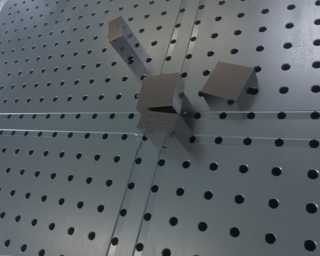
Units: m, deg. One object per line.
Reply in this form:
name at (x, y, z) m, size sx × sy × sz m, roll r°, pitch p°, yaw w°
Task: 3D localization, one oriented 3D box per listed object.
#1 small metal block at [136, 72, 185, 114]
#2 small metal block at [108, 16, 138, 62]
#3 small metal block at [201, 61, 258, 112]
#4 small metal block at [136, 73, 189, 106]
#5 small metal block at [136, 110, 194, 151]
small metal block at (0.002, -0.041, 0.402) m, size 0.050 × 0.025 × 0.050 m, roll -3°, pitch 60°, yaw 26°
small metal block at (-0.061, -0.148, 0.516) m, size 0.025 × 0.050 × 0.050 m, roll -20°, pitch 54°, yaw 17°
small metal block at (0.088, -0.054, 0.395) m, size 0.050 × 0.025 × 0.050 m, roll 21°, pitch 73°, yaw 36°
small metal block at (0.003, -0.042, 0.434) m, size 0.050 × 0.025 × 0.050 m, roll -42°, pitch 51°, yaw -1°
small metal block at (0.007, 0.004, 0.387) m, size 0.050 × 0.050 × 0.025 m, roll 8°, pitch 66°, yaw 32°
